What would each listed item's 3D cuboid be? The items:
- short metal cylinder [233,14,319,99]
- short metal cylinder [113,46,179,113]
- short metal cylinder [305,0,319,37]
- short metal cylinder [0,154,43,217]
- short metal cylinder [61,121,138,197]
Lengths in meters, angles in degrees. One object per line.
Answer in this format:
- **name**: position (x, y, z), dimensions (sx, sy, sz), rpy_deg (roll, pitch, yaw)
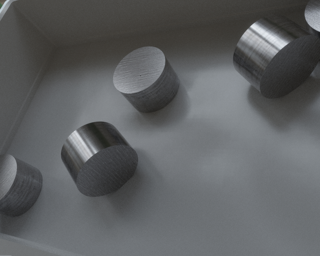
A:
- **short metal cylinder**: position (0.131, -0.080, 0.351), dimensions (0.080, 0.080, 0.050), rpy_deg (-36, 51, 4)
- **short metal cylinder**: position (-0.019, -0.069, 0.442), dimensions (0.080, 0.050, 0.080), rpy_deg (-13, 56, 21)
- **short metal cylinder**: position (0.210, -0.119, 0.352), dimensions (0.080, 0.050, 0.080), rpy_deg (-13, 56, 21)
- **short metal cylinder**: position (-0.222, 0.085, 0.455), dimensions (0.080, 0.050, 0.080), rpy_deg (-13, 56, 21)
- **short metal cylinder**: position (-0.075, 0.039, 0.386), dimensions (0.080, 0.080, 0.050), rpy_deg (-43, 51, -2)
